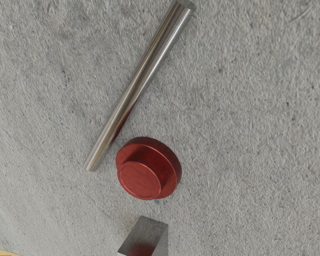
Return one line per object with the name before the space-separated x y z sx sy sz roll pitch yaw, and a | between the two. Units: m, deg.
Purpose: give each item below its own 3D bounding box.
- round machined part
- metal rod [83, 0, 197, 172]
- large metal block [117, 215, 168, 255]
round machined part | -0.022 0.065 0.446 0.098 0.042 0.097 13 124 20
metal rod | -0.043 -0.033 0.406 0.025 0.025 0.298 38 129 2
large metal block | -0.025 0.208 0.511 0.050 0.080 0.079 13 124 21
